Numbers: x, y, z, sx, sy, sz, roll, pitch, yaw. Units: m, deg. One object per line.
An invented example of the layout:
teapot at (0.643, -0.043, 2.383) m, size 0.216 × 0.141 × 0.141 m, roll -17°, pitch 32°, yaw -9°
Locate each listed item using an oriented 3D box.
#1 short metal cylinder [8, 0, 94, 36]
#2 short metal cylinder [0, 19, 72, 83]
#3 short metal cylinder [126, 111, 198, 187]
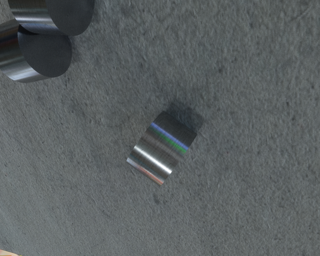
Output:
short metal cylinder at (-0.118, -0.145, 0.342) m, size 0.050 × 0.080 × 0.079 m, roll 10°, pitch 123°, yaw 22°
short metal cylinder at (-0.160, -0.100, 0.391) m, size 0.050 × 0.080 × 0.080 m, roll -5°, pitch 116°, yaw 30°
short metal cylinder at (0.003, 0.025, 0.384) m, size 0.050 × 0.080 × 0.079 m, roll 36°, pitch 129°, yaw 4°
